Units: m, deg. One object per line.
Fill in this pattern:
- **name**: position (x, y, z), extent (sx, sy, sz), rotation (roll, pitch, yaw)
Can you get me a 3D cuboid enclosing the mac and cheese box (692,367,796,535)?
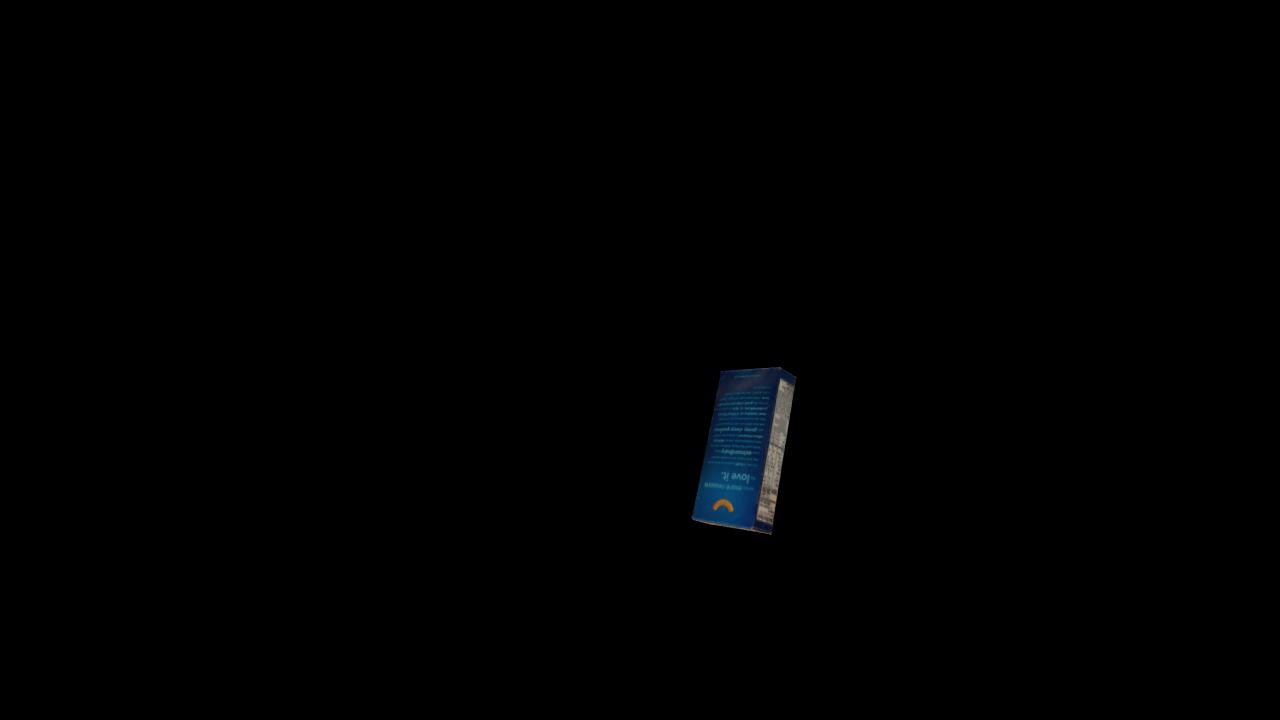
- **mac and cheese box**: position (0.121, 0.101, 0.713), extent (0.041, 0.184, 0.093), rotation (27, -21, -37)
